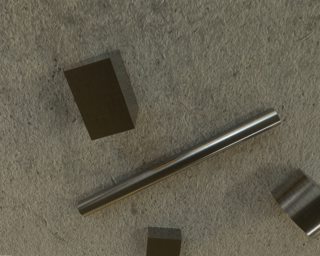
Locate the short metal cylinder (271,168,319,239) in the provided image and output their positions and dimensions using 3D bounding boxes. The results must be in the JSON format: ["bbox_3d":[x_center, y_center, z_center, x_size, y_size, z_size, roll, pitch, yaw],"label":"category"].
[{"bbox_3d":[0.200,0.101,0.421,0.080,0.080,0.050,40,105,-14],"label":"short metal cylinder"}]

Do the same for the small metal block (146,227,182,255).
[{"bbox_3d":[0.005,0.182,0.477,0.050,0.025,0.050,4,110,-2],"label":"small metal block"}]

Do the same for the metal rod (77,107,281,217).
[{"bbox_3d":[0.020,0.051,0.428,0.301,0.025,0.025,-27,108,9],"label":"metal rod"}]

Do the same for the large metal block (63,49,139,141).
[{"bbox_3d":[-0.063,-0.042,0.364,0.050,0.080,0.080,-16,110,5],"label":"large metal block"}]
